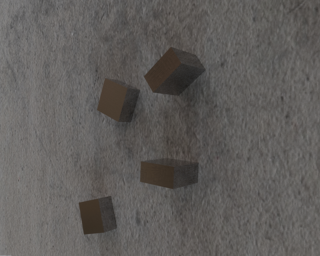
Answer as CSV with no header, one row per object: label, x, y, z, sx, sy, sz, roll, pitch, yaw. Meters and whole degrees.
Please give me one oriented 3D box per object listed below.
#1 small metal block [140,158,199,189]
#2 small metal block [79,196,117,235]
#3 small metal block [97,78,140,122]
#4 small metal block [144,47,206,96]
small metal block,0.012,0.054,0.377,0.050,0.050,0.025,4,93,39
small metal block,-0.098,0.136,0.483,0.050,0.025,0.050,-20,78,38
small metal block,-0.061,-0.041,0.453,0.050,0.025,0.050,27,107,36
small metal block,0.018,-0.066,0.372,0.050,0.050,0.025,-43,65,31
